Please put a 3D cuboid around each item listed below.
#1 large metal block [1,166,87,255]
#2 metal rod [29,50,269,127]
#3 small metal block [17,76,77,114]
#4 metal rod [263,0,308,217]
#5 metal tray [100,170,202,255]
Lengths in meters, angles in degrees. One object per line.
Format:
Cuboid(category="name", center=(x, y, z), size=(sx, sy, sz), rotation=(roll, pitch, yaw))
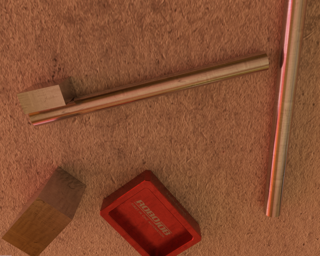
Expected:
Cuboid(category="large metal block", center=(-0.153, 0.111, 0.419), size=(0.050, 0.080, 0.080), rotation=(40, 105, -14))
Cuboid(category="metal rod", center=(-0.017, -0.048, 0.391), size=(0.302, 0.025, 0.025), rotation=(-13, 110, 4))
Cuboid(category="small metal block", center=(-0.137, -0.041, 0.379), size=(0.050, 0.050, 0.025), rotation=(-12, 110, 4))
Cuboid(category="metal rod", center=(0.161, -0.015, 0.406), size=(0.025, 0.025, 0.298), rotation=(-2, 110, 0))
Cuboid(category="metal tray", center=(-0.012, 0.136, 0.456), size=(0.090, 0.030, 0.130), rotation=(-36, 107, 12))
